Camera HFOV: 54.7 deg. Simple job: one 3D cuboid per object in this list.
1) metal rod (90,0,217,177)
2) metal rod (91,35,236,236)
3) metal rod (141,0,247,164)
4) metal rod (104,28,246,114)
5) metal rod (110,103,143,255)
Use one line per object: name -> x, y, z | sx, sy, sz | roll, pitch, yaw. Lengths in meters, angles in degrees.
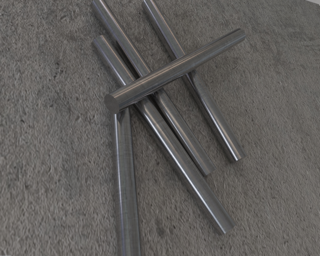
metal rod -> -0.015, -0.064, 0.434 | 0.025, 0.025, 0.299 | -23, 74, -36
metal rod -> -0.002, 0.001, 0.401 | 0.025, 0.025, 0.299 | -26, 76, -37
metal rod -> 0.046, -0.083, 0.478 | 0.025, 0.025, 0.299 | -16, 70, -34
metal rod -> 0.042, -0.095, 0.450 | 0.302, 0.025, 0.025 | -35, 82, -38
metal rod -> -0.034, 0.093, 0.328 | 0.025, 0.025, 0.299 | 7, 59, -25
